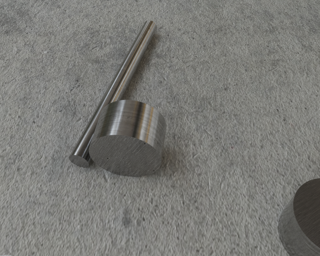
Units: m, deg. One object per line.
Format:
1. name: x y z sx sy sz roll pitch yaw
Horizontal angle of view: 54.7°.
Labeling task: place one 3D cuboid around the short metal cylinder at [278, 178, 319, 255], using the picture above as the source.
1. short metal cylinder: 0.165 0.097 0.307 0.081 0.050 0.080 0 50 0

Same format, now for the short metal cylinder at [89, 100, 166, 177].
1. short metal cylinder: -0.035 0.014 0.356 0.080 0.080 0.050 5 50 4

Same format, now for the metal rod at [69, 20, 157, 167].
1. metal rod: -0.057 -0.071 0.462 0.025 0.025 0.300 12 51 10
